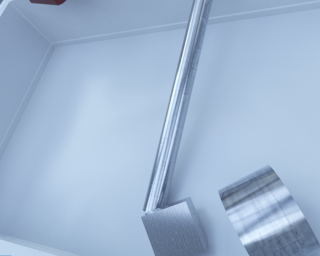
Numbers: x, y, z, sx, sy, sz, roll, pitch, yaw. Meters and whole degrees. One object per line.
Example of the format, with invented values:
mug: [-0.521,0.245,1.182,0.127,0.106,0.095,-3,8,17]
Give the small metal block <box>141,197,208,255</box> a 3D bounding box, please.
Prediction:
small metal block: [0.015,0.105,0.319,0.050,0.025,0.050,-23,82,14]

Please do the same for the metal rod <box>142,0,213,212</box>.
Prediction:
metal rod: [0.027,-0.046,0.381,0.025,0.025,0.299,7,76,31]

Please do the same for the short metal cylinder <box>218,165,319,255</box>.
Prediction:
short metal cylinder: [0.094,0.079,0.272,0.050,0.080,0.080,-30,52,9]

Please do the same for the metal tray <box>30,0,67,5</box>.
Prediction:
metal tray: [-0.136,-0.237,0.464,0.090,0.030,0.130,22,64,39]
